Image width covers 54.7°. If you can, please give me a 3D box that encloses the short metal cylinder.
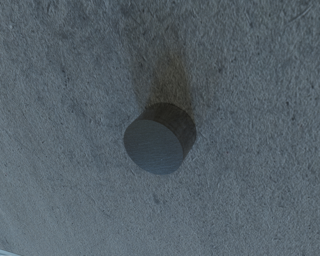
[{"bbox_3d":[0.001,0.013,0.399,0.080,0.050,0.079,13,124,20],"label":"short metal cylinder"}]
